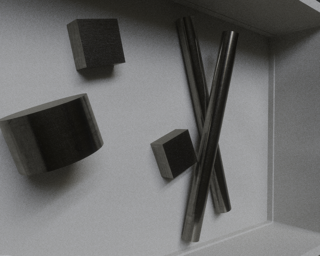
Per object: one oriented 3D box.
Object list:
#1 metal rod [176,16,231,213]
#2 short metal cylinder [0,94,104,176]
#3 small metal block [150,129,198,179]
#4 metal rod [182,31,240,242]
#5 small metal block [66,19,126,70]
[{"bbox_3d":[0.068,-0.013,0.466,0.025,0.025,0.298,-22,104,-38],"label":"metal rod"},{"bbox_3d":[-0.099,0.003,0.289,0.081,0.080,0.050,-26,107,-37],"label":"short metal cylinder"},{"bbox_3d":[0.020,0.034,0.426,0.050,0.025,0.050,-29,108,-36],"label":"small metal block"},{"bbox_3d":[0.072,0.013,0.442,0.025,0.025,0.298,9,93,-40],"label":"metal rod"},{"bbox_3d":[-0.071,-0.094,0.348,0.050,0.025,0.050,-17,101,-39],"label":"small metal block"}]
